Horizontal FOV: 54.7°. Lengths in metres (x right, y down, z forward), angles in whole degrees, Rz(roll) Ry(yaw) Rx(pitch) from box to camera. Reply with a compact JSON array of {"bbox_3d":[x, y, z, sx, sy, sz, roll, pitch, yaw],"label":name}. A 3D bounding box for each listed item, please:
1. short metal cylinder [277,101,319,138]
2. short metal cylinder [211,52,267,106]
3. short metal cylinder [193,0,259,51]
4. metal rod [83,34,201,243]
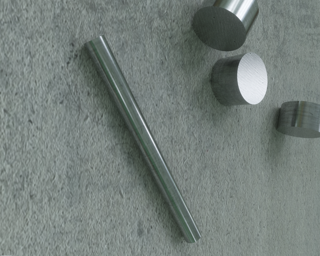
[{"bbox_3d":[0.272,-0.015,0.597,0.080,0.080,0.050,22,77,-38],"label":"short metal cylinder"},{"bbox_3d":[0.127,-0.076,0.494,0.081,0.050,0.080,0,90,-40],"label":"short metal cylinder"},{"bbox_3d":[0.095,-0.158,0.447,0.080,0.080,0.050,44,63,-31],"label":"short metal cylinder"},{"bbox_3d":[-0.013,0.029,0.393,0.025,0.025,0.299,-39,114,-33],"label":"metal rod"}]
